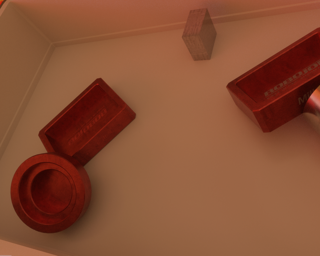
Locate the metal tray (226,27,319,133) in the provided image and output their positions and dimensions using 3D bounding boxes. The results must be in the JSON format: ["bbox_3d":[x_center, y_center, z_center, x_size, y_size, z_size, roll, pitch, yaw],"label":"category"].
[{"bbox_3d":[0.147,-0.056,0.335,0.130,0.030,0.090,-32,25,7],"label":"metal tray"}]

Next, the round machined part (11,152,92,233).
[{"bbox_3d":[-0.134,0.079,0.396,0.098,0.042,0.097,0,90,10],"label":"round machined part"}]

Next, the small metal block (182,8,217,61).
[{"bbox_3d":[0.057,-0.132,0.440,0.025,0.050,0.050,3,63,29],"label":"small metal block"}]

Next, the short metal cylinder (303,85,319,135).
[{"bbox_3d":[0.183,-0.016,0.284,0.080,0.080,0.050,-33,52,7],"label":"short metal cylinder"}]

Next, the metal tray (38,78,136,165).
[{"bbox_3d":[-0.110,-0.005,0.461,0.130,0.030,0.090,-43,51,-2],"label":"metal tray"}]
